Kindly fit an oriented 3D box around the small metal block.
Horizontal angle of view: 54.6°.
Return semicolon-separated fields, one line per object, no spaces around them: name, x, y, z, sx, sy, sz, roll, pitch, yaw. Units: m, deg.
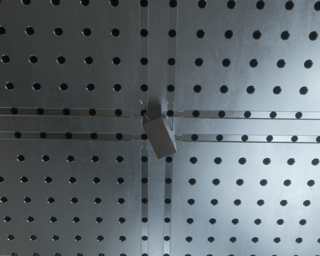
small metal block;0.000;0.004;0.401;0.025;0.050;0.050;-21;109;7
